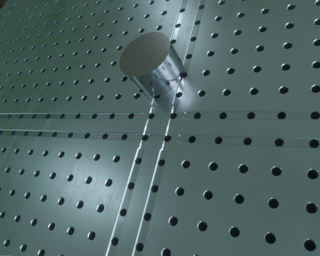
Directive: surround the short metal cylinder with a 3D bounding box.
[{"bbox_3d":[-0.012,-0.093,0.457,0.080,0.050,0.080,-13,56,21],"label":"short metal cylinder"}]
